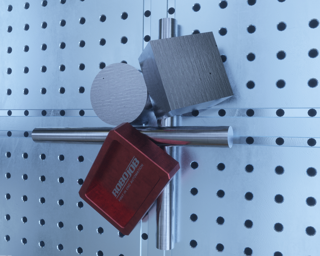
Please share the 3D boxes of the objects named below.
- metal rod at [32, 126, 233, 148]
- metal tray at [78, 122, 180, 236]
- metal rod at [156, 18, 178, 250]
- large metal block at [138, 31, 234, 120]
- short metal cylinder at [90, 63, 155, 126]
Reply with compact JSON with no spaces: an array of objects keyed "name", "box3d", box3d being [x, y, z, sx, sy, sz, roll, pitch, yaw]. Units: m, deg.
[{"name":"metal rod","box3d":[-0.055,0.011,0.414,0.300,0.025,0.025,0,90,27]},{"name":"metal tray","box3d":[-0.044,0.068,0.398,0.090,0.030,0.129,38,123,10]},{"name":"metal rod","box3d":[0.009,0.008,0.409,0.025,0.025,0.298,1,91,20]},{"name":"large metal block","box3d":[0.029,-0.061,0.368,0.081,0.050,0.080,-15,84,-21]},{"name":"short metal cylinder","box3d":[-0.045,-0.043,0.415,0.080,0.050,0.079,0,90,20]}]
